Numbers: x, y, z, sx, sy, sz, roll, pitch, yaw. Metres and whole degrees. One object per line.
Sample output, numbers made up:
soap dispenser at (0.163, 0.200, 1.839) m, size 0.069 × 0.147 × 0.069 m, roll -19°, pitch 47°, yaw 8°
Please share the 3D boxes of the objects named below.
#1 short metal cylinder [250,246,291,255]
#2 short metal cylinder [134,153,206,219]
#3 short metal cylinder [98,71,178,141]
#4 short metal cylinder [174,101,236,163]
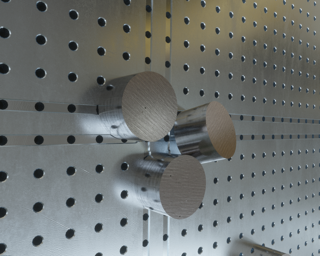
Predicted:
short metal cylinder at (0.200, 0.261, 0.561) m, size 0.081 × 0.050 × 0.079 m, roll 0°, pitch 90°, yaw -40°
short metal cylinder at (0.014, 0.073, 0.405) m, size 0.081 × 0.050 × 0.079 m, roll 0°, pitch 91°, yaw -40°
short metal cylinder at (-0.026, -0.025, 0.371) m, size 0.081 × 0.050 × 0.079 m, roll 0°, pitch 90°, yaw -40°
short metal cylinder at (0.064, 0.008, 0.431) m, size 0.080 × 0.050 × 0.080 m, roll 24°, pitch 58°, yaw -45°
